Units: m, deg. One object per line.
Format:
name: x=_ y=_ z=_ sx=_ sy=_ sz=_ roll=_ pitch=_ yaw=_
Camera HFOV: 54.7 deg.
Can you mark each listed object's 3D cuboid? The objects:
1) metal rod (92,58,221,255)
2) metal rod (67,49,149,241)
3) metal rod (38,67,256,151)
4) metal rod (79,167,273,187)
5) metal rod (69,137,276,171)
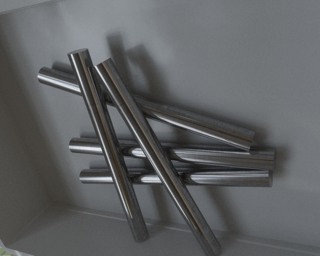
metal rod: x=0.003 y=0.049 z=0.401 sx=0.025 sy=0.025 sz=0.299 roll=-19 pitch=109 yaw=35
metal rod: x=-0.064 y=0.040 z=0.430 sx=0.025 sy=0.025 sz=0.298 roll=0 pitch=119 yaw=28
metal rod: x=-0.030 y=-0.030 z=0.402 sx=0.301 sy=0.025 sz=0.025 roll=18 pitch=126 yaw=17
metal rod: x=0.003 y=0.070 z=0.447 sx=0.300 sy=0.025 sz=0.025 roll=-5 pitch=116 yaw=30
metal rod: x=-0.001 y=0.032 z=0.425 sx=0.301 sy=0.025 sz=0.025 roll=2 pitch=119 yaw=26
